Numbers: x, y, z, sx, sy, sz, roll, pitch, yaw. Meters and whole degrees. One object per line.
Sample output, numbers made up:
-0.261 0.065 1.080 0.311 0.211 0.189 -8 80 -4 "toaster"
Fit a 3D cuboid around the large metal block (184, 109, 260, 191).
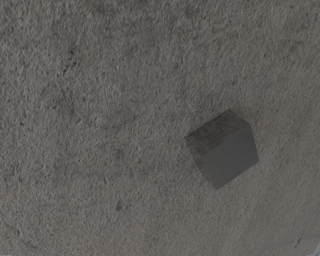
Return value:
0.093 0.032 0.461 0.080 0.050 0.080 -32 129 -7 "large metal block"
